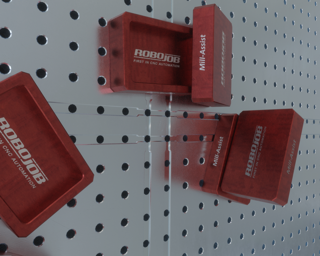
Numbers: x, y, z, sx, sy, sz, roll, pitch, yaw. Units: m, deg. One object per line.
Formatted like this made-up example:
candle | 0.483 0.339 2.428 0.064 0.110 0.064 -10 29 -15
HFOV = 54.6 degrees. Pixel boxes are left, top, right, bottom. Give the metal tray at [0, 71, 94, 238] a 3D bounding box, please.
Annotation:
metal tray | -0.133 0.024 0.293 0.090 0.030 0.130 -41 115 -32

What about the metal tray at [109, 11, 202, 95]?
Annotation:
metal tray | -0.001 -0.090 0.403 0.131 0.030 0.090 -3 92 -40

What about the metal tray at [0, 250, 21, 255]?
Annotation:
metal tray | -0.101 0.141 0.256 0.090 0.130 0.030 35 69 -35

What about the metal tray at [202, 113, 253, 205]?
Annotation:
metal tray | 0.123 0.052 0.507 0.090 0.030 0.130 26 74 -37

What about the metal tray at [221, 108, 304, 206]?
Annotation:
metal tray | 0.147 0.038 0.448 0.030 0.090 0.130 29 72 -36

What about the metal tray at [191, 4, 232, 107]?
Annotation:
metal tray | 0.077 -0.098 0.448 0.090 0.030 0.129 3 88 -62
